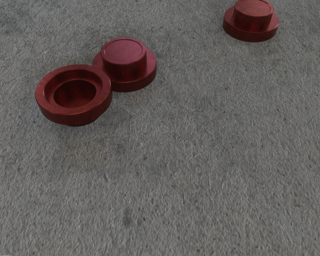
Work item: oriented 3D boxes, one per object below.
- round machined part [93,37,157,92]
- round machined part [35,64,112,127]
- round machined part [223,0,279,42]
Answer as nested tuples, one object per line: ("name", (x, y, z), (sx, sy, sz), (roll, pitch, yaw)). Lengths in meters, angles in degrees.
("round machined part", (-0.054, -0.104, 0.479), (0.099, 0.042, 0.098), (0, 50, 0))
("round machined part", (-0.115, -0.040, 0.425), (0.099, 0.042, 0.098), (0, 50, 0))
("round machined part", (0.167, -0.202, 0.563), (0.099, 0.042, 0.098), (0, 50, 0))
